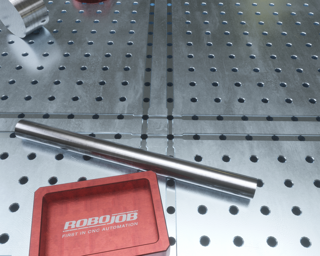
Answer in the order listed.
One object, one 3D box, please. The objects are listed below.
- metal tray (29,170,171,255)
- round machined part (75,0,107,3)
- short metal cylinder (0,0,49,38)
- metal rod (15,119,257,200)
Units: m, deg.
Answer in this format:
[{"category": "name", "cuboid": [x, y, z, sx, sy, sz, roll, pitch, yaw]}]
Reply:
[{"category": "metal tray", "cuboid": [-0.061, 0.098, 0.321, 0.131, 0.030, 0.090, -8, 50, -7]}, {"category": "round machined part", "cuboid": [-0.145, -0.308, 0.654, 0.099, 0.042, 0.098, 0, 50, 0]}, {"category": "short metal cylinder", "cuboid": [-0.244, -0.207, 0.544, 0.080, 0.080, 0.050, 29, 56, 22]}, {"category": "metal rod", "cuboid": [-0.038, 0.035, 0.377, 0.301, 0.025, 0.025, 13, 51, 11]}]
